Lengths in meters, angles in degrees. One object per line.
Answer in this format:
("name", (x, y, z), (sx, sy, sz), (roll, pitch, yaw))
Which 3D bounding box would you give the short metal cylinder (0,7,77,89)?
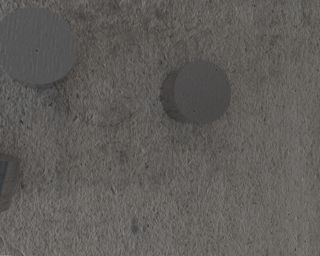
("short metal cylinder", (-0.136, -0.086, 0.345), (0.081, 0.050, 0.080), (0, 90, -20))

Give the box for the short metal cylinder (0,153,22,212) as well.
("short metal cylinder", (-0.188, 0.050, 0.311), (0.081, 0.080, 0.050), (13, 86, -20))

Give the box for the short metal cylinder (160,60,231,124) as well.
("short metal cylinder", (0.046, -0.045, 0.413), (0.081, 0.050, 0.080), (0, 90, -20))
